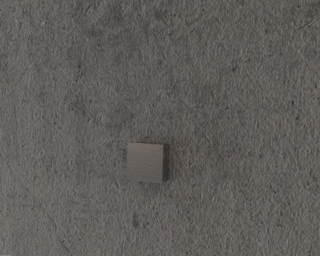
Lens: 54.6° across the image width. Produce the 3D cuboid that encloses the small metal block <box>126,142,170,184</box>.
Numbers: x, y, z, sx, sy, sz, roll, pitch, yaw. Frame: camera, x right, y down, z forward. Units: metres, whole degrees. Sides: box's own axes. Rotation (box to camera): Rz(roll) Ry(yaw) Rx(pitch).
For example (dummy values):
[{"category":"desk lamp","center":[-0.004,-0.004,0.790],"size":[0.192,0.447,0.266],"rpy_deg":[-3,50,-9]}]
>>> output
[{"category":"small metal block","center":[-0.016,0.045,0.415],"size":[0.050,0.025,0.050],"rpy_deg":[2,91,20]}]
